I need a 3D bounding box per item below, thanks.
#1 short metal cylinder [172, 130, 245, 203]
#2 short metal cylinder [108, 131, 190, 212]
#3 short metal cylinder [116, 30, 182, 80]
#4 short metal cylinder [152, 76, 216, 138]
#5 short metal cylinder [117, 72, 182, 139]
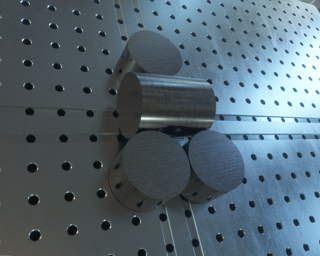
[{"bbox_3d":[0.059,0.049,0.394,0.081,0.050,0.080,14,56,-21],"label":"short metal cylinder"},{"bbox_3d":[-0.013,0.050,0.355,0.081,0.050,0.080,14,56,-21],"label":"short metal cylinder"},{"bbox_3d":[-0.016,-0.091,0.440,0.081,0.050,0.080,14,56,-21],"label":"short metal cylinder"},{"bbox_3d":[0.028,-0.027,0.407,0.050,0.080,0.080,0,62,-29],"label":"short metal cylinder"},{"bbox_3d":[-0.016,-0.027,0.383,0.050,0.080,0.080,0,62,-29],"label":"short metal cylinder"}]
